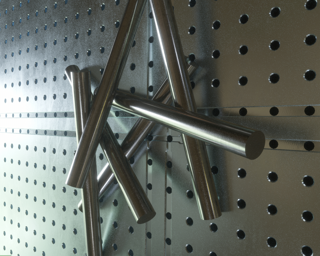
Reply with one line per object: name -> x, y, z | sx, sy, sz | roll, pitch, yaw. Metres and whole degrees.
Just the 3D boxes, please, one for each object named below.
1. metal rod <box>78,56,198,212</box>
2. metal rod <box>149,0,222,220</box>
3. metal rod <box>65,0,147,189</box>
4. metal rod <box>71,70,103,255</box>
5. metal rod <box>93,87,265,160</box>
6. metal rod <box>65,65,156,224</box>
metal rod -> -0.044, 0.025, 0.446 | 0.025, 0.025, 0.299 | 52, 120, 27
metal rod -> 0.025, -0.043, 0.361 | 0.025, 0.025, 0.299 | -13, 90, 39
metal rod -> -0.067, -0.065, 0.420 | 0.025, 0.025, 0.299 | 15, 86, 39
metal rod -> -0.105, 0.067, 0.456 | 0.025, 0.025, 0.298 | 13, 111, 39
metal rod -> -0.008, -0.020, 0.371 | 0.300, 0.025, 0.025 | 22, 104, 52
metal rod -> -0.084, 0.004, 0.453 | 0.025, 0.025, 0.300 | -53, 51, 27
